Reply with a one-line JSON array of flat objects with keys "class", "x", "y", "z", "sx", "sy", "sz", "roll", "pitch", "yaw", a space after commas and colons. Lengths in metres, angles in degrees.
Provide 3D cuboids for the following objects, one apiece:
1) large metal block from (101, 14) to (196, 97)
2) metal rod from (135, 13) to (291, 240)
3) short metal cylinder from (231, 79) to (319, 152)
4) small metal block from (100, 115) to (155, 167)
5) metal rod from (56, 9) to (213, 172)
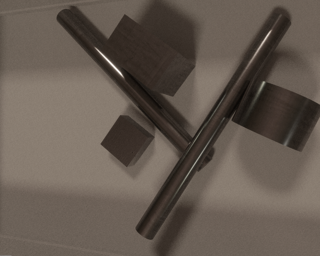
[{"class": "large metal block", "x": -0.011, "y": -0.086, "z": 0.384, "sx": 0.080, "sy": 0.080, "sz": 0.050, "roll": 39, "pitch": 102, "yaw": 15}, {"class": "metal rod", "x": 0.061, "y": 0.000, "z": 0.366, "sx": 0.025, "sy": 0.025, "sz": 0.299, "roll": 33, "pitch": 92, "yaw": 16}, {"class": "short metal cylinder", "x": 0.126, "y": -0.014, "z": 0.337, "sx": 0.080, "sy": 0.080, "sz": 0.050, "roll": 26, "pitch": 99, "yaw": 17}, {"class": "small metal block", "x": -0.044, "y": 0.017, "z": 0.425, "sx": 0.050, "sy": 0.025, "sz": 0.050, "roll": 39, "pitch": 102, "yaw": 15}, {"class": "metal rod", "x": -0.043, "y": -0.059, "z": 0.424, "sx": 0.025, "sy": 0.025, "sz": 0.300, "roll": -46, "pitch": 76, "yaw": 14}]
